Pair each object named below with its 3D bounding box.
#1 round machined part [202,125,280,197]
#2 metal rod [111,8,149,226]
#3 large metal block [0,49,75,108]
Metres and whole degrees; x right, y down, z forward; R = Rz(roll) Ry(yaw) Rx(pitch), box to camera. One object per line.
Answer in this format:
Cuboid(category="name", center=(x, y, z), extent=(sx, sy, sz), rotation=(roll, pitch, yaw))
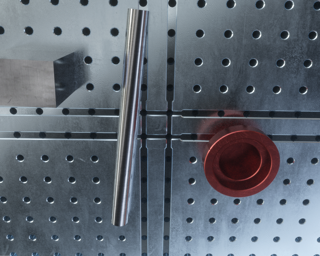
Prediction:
Cuboid(category="round machined part", center=(0.106, 0.041, 0.420), extent=(0.099, 0.042, 0.097), rotation=(0, 110, 0))
Cuboid(category="metal rod", center=(-0.043, 0.000, 0.413), extent=(0.025, 0.025, 0.298), rotation=(6, 110, -3))
Cuboid(category="large metal block", center=(-0.150, -0.060, 0.360), extent=(0.081, 0.080, 0.050), rotation=(3, 110, -1))
